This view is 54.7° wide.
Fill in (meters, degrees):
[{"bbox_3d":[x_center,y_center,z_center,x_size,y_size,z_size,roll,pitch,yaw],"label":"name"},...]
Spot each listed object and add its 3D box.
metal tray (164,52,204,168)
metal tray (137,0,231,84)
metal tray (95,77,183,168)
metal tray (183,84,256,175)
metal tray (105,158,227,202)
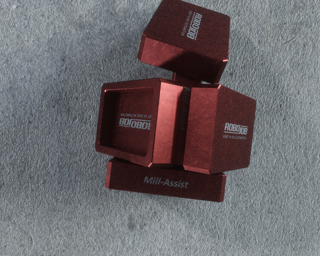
[{"bbox_3d":[0.026,-0.021,0.378,0.030,0.090,0.129,7,90,0],"label":"metal tray"},{"bbox_3d":[0.034,-0.109,0.365,0.090,0.130,0.030,18,131,-1],"label":"metal tray"},{"bbox_3d":[-0.030,-0.008,0.362,0.030,0.130,0.089,6,90,-37],"label":"metal tray"},{"bbox_3d":[0.075,0.003,0.362,0.030,0.131,0.089,6,91,33],"label":"metal tray"},{"bbox_3d":[0.006,0.058,0.378,0.131,0.090,0.030,7,90,-1],"label":"metal tray"}]
